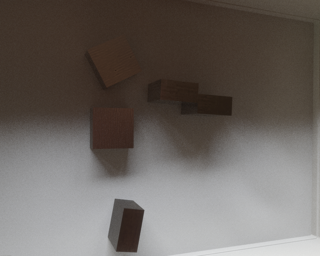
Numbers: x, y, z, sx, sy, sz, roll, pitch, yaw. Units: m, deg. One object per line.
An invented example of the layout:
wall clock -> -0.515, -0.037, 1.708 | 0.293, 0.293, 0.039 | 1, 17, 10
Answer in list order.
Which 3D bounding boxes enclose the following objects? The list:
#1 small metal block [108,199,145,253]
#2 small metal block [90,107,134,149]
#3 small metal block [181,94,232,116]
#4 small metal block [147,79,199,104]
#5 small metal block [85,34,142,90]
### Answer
small metal block -> -0.043, 0.119, 0.382 | 0.025, 0.050, 0.050 | 11, 86, -20
small metal block -> -0.061, 0.000, 0.389 | 0.050, 0.025, 0.050 | 0, 90, -21
small metal block -> 0.062, -0.030, 0.422 | 0.050, 0.050, 0.025 | 3, 90, -20
small metal block -> 0.016, -0.046, 0.404 | 0.050, 0.050, 0.025 | 3, 89, -20
small metal block -> -0.059, -0.082, 0.389 | 0.050, 0.025, 0.050 | -29, 100, -18
